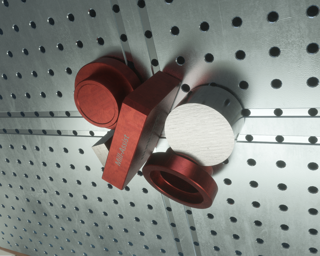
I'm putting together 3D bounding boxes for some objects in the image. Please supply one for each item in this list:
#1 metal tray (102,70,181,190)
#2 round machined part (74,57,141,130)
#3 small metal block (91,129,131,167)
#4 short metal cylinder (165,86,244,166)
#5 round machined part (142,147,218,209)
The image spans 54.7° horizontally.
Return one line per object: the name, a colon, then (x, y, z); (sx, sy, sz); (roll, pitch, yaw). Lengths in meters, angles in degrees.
metal tray: (-0.024, 0.004, 0.379); (0.030, 0.090, 0.129); (29, 128, 10)
round machined part: (-0.073, -0.039, 0.408); (0.098, 0.042, 0.097); (13, 124, 21)
small metal block: (-0.062, 0.032, 0.442); (0.025, 0.050, 0.050); (-16, 110, 34)
short metal cylinder: (0.052, -0.003, 0.360); (0.080, 0.050, 0.079); (13, 124, 21)
round machined part: (0.030, 0.060, 0.402); (0.098, 0.042, 0.098); (23, 151, 14)
